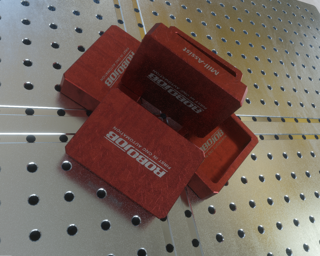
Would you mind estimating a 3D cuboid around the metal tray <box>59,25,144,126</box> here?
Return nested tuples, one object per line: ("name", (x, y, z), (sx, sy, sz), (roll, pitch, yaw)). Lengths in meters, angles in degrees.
("metal tray", (-0.060, -0.074, 0.418), (0.090, 0.030, 0.130), (34, 51, -7))

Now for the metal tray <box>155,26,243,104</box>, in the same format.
("metal tray", (0.050, -0.079, 0.443), (0.130, 0.030, 0.090), (32, 51, -8))

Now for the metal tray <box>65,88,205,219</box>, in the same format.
("metal tray", (-0.027, 0.028, 0.350), (0.130, 0.030, 0.090), (37, 76, -4))

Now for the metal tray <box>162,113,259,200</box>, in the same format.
("metal tray", (0.071, 0.024, 0.429), (0.090, 0.030, 0.131), (47, 51, 5))

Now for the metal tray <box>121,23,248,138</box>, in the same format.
("metal tray", (0.026, -0.052, 0.374), (0.130, 0.090, 0.030), (35, 51, -5))
